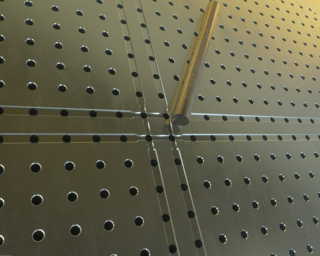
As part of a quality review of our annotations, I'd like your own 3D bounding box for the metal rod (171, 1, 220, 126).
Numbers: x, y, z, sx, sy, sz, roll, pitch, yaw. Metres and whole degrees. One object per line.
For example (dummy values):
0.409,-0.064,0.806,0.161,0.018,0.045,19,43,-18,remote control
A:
0.067,-0.125,0.519,0.025,0.025,0.300,27,52,-11,metal rod
